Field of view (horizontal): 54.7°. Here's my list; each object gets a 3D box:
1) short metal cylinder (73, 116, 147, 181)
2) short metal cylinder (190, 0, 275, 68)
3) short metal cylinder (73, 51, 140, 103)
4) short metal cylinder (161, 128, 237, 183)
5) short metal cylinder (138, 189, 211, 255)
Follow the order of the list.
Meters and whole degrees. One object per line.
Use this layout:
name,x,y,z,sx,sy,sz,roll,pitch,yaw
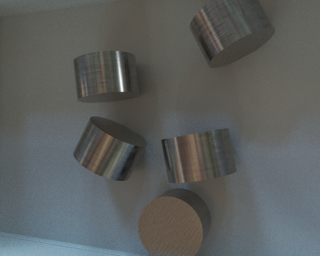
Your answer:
short metal cylinder,-0.064,0.026,0.403,0.080,0.080,0.050,31,100,17
short metal cylinder,0.081,-0.111,0.352,0.080,0.080,0.050,-27,81,17
short metal cylinder,-0.069,-0.064,0.405,0.080,0.080,0.050,-8,88,19
short metal cylinder,0.045,0.032,0.365,0.080,0.080,0.050,-11,87,19
short metal cylinder,0.020,0.121,0.390,0.080,0.050,0.079,0,90,19
